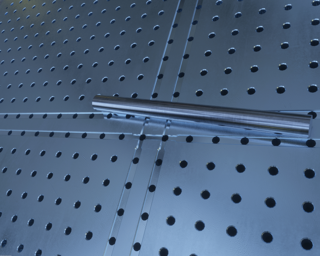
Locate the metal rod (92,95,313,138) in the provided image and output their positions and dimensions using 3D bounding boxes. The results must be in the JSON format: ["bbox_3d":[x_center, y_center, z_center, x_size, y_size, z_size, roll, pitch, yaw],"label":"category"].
[{"bbox_3d":[0.031,-0.020,0.403,0.300,0.025,0.025,8,66,31],"label":"metal rod"}]
